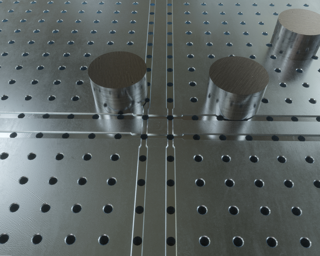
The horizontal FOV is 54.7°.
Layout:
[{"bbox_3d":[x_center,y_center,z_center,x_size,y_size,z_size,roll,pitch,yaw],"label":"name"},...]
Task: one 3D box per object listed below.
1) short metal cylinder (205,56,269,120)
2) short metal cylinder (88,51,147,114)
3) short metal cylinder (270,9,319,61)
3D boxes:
[{"bbox_3d":[0.107,-0.057,0.440,0.081,0.050,0.080,0,50,0],"label":"short metal cylinder"},{"bbox_3d":[-0.059,-0.066,0.446,0.081,0.050,0.080,0,50,0],"label":"short metal cylinder"},{"bbox_3d":[0.235,-0.159,0.527,0.081,0.050,0.080,0,50,0],"label":"short metal cylinder"}]
